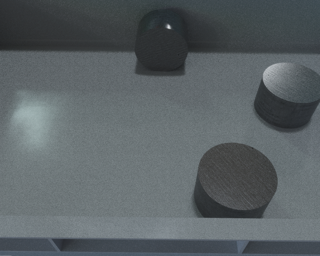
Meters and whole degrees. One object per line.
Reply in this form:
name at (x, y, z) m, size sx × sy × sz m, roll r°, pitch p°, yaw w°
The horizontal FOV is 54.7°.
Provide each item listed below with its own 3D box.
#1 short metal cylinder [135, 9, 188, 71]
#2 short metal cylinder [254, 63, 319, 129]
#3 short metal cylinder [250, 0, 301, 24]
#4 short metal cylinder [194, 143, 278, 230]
short metal cylinder at (0.003, -0.135, 0.483) m, size 0.080 × 0.080 × 0.050 m, roll 2°, pitch 50°, yaw 2°
short metal cylinder at (0.177, -0.046, 0.428) m, size 0.080 × 0.050 × 0.080 m, roll 0°, pitch 50°, yaw 0°
short metal cylinder at (0.213, -0.243, 0.578) m, size 0.081 × 0.080 × 0.050 m, roll -2°, pitch 50°, yaw -2°
short metal cylinder at (0.079, 0.063, 0.337) m, size 0.080 × 0.050 × 0.080 m, roll 0°, pitch 50°, yaw 0°
